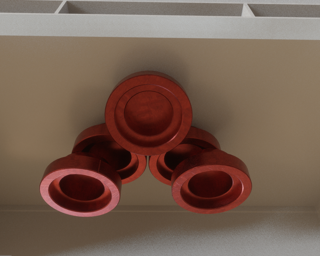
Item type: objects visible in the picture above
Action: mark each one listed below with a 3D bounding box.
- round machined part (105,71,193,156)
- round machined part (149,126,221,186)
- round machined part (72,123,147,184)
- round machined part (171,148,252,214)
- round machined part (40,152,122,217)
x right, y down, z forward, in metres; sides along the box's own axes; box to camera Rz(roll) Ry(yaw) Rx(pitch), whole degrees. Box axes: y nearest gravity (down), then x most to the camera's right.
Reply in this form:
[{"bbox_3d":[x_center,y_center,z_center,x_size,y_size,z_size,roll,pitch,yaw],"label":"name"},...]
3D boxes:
[{"bbox_3d":[-0.013,-0.020,0.366,0.099,0.042,0.097,-1,112,-1],"label":"round machined part"},{"bbox_3d":[0.034,0.035,0.426,0.099,0.042,0.097,0,130,0],"label":"round machined part"},{"bbox_3d":[-0.067,0.031,0.422,0.099,0.042,0.097,0,130,0],"label":"round machined part"},{"bbox_3d":[0.063,0.064,0.397,0.099,0.042,0.097,0,130,0],"label":"round machined part"},{"bbox_3d":[-0.098,0.069,0.399,0.099,0.042,0.097,0,130,0],"label":"round machined part"}]
